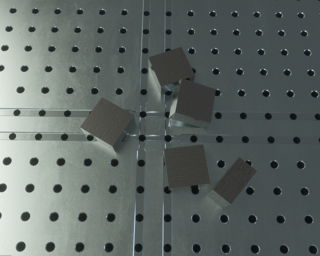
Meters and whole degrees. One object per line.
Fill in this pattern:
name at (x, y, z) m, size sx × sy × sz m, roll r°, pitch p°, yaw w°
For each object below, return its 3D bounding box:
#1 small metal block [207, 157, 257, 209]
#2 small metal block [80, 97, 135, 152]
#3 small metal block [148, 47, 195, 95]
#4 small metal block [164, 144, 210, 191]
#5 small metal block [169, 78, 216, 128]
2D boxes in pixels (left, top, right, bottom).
small metal block at (0.085, 0.068, 0.375) m, size 0.025 × 0.050 × 0.050 m, roll 39°, pitch 74°, yaw 13°
small metal block at (-0.069, -0.005, 0.413) m, size 0.050 × 0.025 × 0.050 m, roll 29°, pitch 72°, yaw 10°
small metal block at (0.016, -0.081, 0.442) m, size 0.050 × 0.025 × 0.050 m, roll -19°, pitch 71°, yaw -7°
small metal block at (0.033, 0.051, 0.394) m, size 0.050 × 0.025 × 0.050 m, roll -6°, pitch 70°, yaw -3°
small metal block at (0.044, -0.033, 0.417) m, size 0.050 × 0.025 × 0.050 m, roll 16°, pitch 70°, yaw -13°
